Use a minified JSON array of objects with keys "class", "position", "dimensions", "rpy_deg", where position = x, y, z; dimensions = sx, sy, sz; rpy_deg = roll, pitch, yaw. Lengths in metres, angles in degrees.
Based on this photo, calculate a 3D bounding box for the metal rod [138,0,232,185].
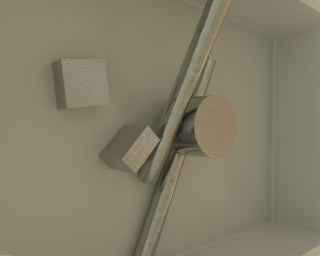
[{"class":"metal rod","position":[0.036,-0.067,0.356],"dimensions":[0.025,0.025,0.298],"rpy_deg":[7,111,-40]}]

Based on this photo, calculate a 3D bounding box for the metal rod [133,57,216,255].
[{"class":"metal rod","position":[0.024,0.034,0.429],"dimensions":[0.025,0.025,0.299],"rpy_deg":[31,71,-36]}]

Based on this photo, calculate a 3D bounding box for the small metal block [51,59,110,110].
[{"class":"small metal block","position":[-0.085,-0.048,0.336],"dimensions":[0.050,0.025,0.050],"rpy_deg":[-10,97,-40]}]

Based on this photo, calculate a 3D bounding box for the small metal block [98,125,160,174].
[{"class":"small metal block","position":[-0.036,0.023,0.362],"dimensions":[0.025,0.050,0.050],"rpy_deg":[51,60,-28]}]

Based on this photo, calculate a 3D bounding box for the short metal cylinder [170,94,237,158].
[{"class":"short metal cylinder","position":[0.056,-0.002,0.406],"dimensions":[0.081,0.050,0.079],"rpy_deg":[1,89,-39]}]
